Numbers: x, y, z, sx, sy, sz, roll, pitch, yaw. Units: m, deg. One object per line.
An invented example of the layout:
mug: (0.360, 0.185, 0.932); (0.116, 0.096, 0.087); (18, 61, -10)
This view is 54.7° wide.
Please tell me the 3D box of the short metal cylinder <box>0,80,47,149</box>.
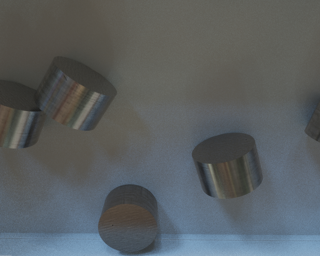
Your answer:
short metal cylinder: (-0.181, -0.018, 0.374); (0.080, 0.080, 0.050); (23, 108, -9)

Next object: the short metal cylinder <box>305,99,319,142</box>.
short metal cylinder: (0.230, -0.003, 0.383); (0.080, 0.080, 0.050); (16, 109, -6)

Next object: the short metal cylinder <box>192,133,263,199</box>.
short metal cylinder: (0.087, 0.046, 0.400); (0.080, 0.080, 0.050); (-16, 109, 6)

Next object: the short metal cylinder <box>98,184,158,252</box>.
short metal cylinder: (-0.044, 0.129, 0.445); (0.081, 0.050, 0.079); (0, 110, 0)

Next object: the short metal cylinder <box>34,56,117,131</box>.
short metal cylinder: (-0.099, -0.041, 0.366); (0.080, 0.080, 0.050); (31, 107, -11)
